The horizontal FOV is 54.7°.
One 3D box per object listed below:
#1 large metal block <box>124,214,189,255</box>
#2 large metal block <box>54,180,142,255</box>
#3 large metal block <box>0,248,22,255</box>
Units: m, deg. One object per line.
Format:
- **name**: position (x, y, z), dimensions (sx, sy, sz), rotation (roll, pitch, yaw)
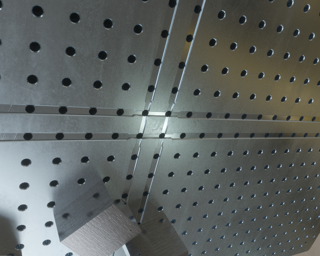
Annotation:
- **large metal block**: position (-0.009, 0.196, 0.494), dimensions (0.081, 0.080, 0.050), rotation (-18, 126, -18)
- **large metal block**: position (-0.086, 0.133, 0.432), dimensions (0.080, 0.050, 0.080), rotation (-36, 129, -5)
- **large metal block**: position (-0.216, 0.192, 0.377), dimensions (0.050, 0.080, 0.080), rotation (-46, 130, 3)
